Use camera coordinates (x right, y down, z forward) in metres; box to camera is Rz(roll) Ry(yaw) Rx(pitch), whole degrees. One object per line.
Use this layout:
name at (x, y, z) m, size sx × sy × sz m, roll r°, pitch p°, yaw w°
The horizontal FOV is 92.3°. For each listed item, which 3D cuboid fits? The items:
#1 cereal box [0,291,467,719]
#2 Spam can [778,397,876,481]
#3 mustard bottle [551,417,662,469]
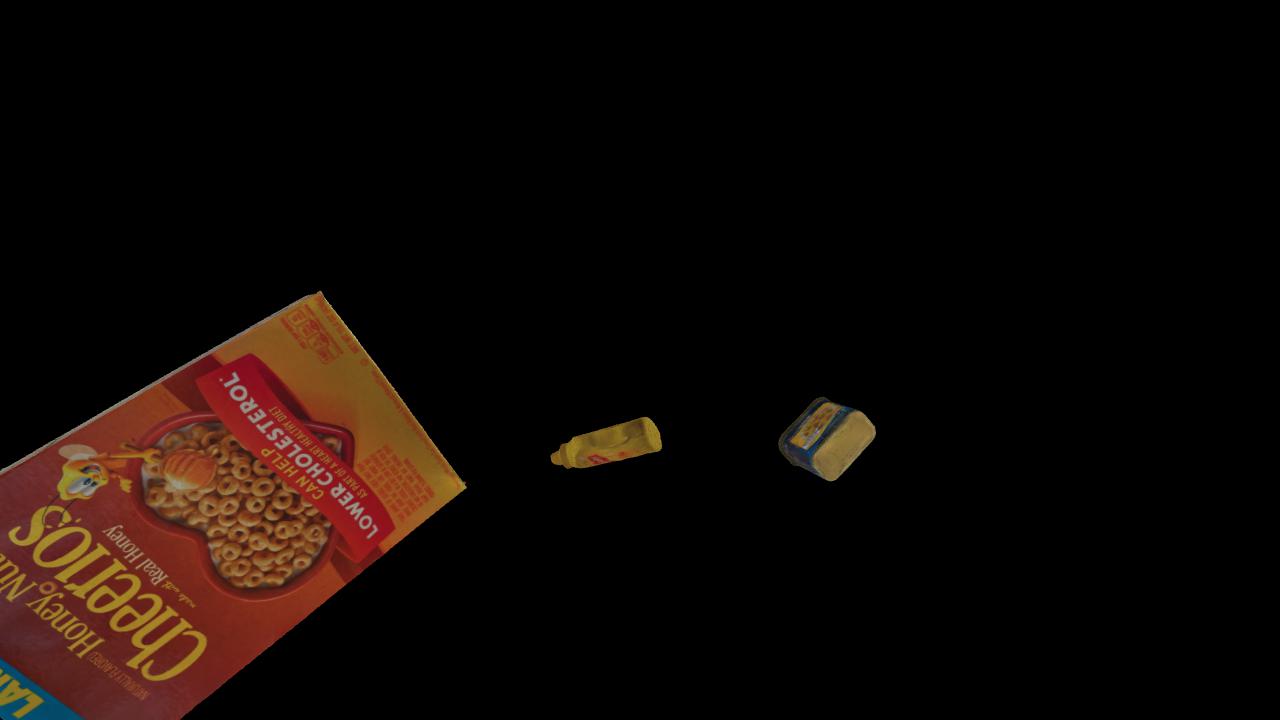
cereal box at (-0.315, 0.114, 0.455) m, size 0.306 × 0.203 × 0.081 m, roll -39°, pitch 24°, yaw -25°
Spam can at (0.248, 0.104, 0.819) m, size 0.058 × 0.101 × 0.085 m, roll 46°, pitch -7°, yaw -15°
mustard bottle at (-0.062, 0.143, 1.013) m, size 0.184 × 0.054 × 0.092 m, roll -16°, pitch -22°, yaw 14°
